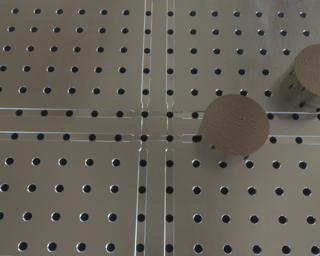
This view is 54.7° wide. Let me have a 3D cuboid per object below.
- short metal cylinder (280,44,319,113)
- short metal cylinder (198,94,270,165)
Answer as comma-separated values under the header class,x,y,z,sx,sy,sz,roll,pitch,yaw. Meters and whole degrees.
class,x,y,z,sx,sy,sz,roll,pitch,yaw
short metal cylinder,0.215,-0.067,0.424,0.081,0.050,0.080,0,70,0
short metal cylinder,0.092,0.003,0.398,0.081,0.050,0.080,0,70,0
